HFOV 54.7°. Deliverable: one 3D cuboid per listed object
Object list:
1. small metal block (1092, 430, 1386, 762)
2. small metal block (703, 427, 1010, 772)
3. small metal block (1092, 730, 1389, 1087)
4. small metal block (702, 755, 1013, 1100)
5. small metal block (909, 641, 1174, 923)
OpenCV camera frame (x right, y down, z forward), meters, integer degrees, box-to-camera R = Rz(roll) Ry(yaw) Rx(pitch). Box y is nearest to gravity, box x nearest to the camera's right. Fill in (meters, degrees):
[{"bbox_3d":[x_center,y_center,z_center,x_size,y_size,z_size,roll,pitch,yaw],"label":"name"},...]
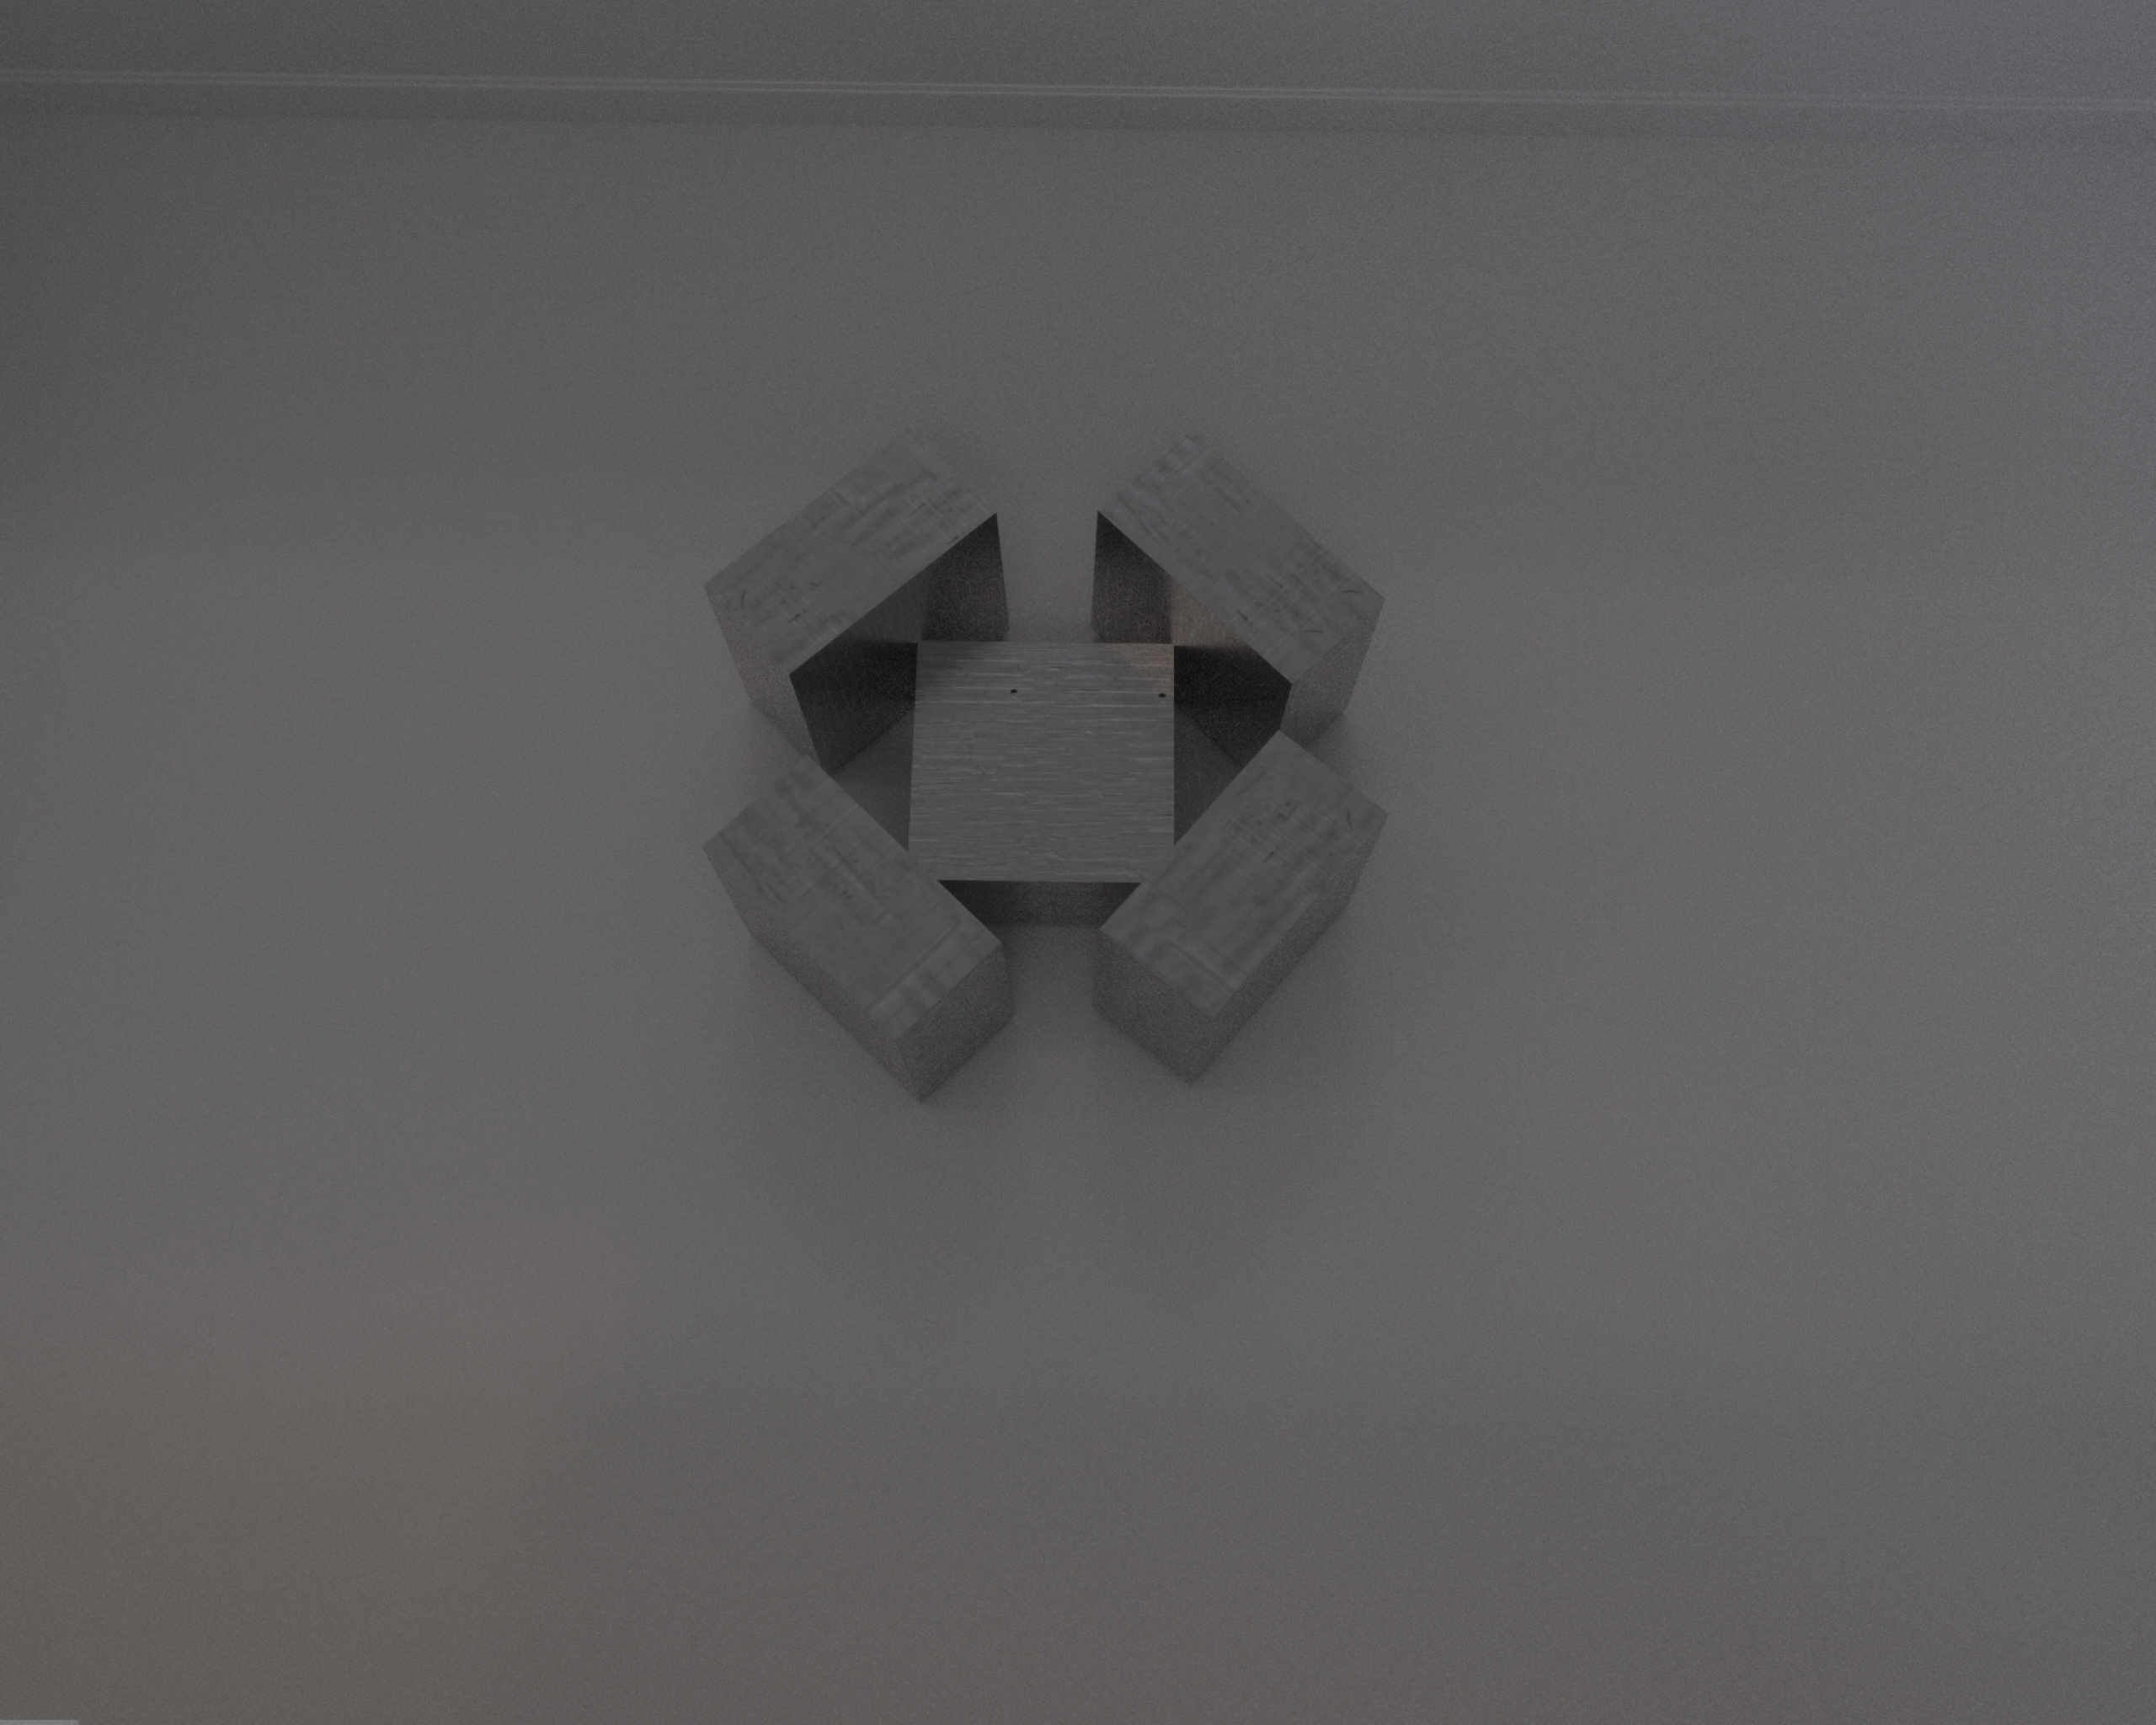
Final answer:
[{"bbox_3d":[0.030,-0.049,0.412,0.025,0.050,0.050,-43,77,-15],"label":"small metal block"},{"bbox_3d":[-0.042,-0.050,0.412,0.050,0.050,0.025,-40,74,-13],"label":"small metal block"},{"bbox_3d":[0.029,0.010,0.390,0.025,0.050,0.050,39,74,12],"label":"small metal block"},{"bbox_3d":[-0.040,0.014,0.389,0.025,0.050,0.050,-43,76,-13],"label":"small metal block"},{"bbox_3d":[-0.007,-0.016,0.413,0.050,0.025,0.050,1,70,0],"label":"small metal block"}]
